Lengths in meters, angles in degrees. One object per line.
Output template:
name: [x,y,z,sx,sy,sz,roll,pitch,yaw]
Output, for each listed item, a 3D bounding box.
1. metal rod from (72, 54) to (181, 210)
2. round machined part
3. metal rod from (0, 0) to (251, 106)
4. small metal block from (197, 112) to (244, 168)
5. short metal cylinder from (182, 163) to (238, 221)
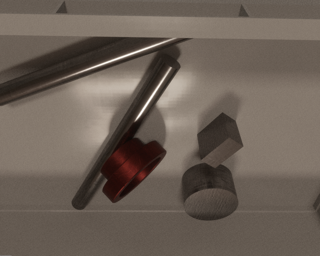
metal rod: [-0.061,0.025,0.429,0.025,0.025,0.298,23,126,-19]
round machined part: [-0.041,0.051,0.417,0.042,0.099,0.097,45,125,11]
metal rod: [-0.054,-0.080,0.340,0.301,0.025,0.025,-16,129,13]
small metal block: [0.077,0.016,0.408,0.025,0.050,0.050,30,124,-24]
short metal cylinder: [0.076,0.099,0.478,0.081,0.050,0.079,0,130,0]
